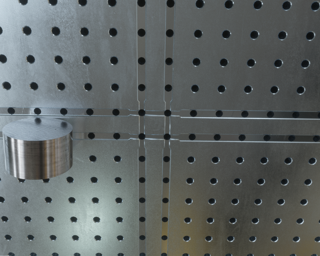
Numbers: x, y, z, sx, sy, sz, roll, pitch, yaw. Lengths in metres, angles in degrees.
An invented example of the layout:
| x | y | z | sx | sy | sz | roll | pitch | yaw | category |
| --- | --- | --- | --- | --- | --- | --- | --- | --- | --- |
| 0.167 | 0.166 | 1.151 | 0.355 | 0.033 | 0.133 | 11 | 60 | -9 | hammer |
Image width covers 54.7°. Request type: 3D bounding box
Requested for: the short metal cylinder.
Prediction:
| x | y | z | sx | sy | sz | roll | pitch | yaw | category |
| --- | --- | --- | --- | --- | --- | --- | --- | --- | --- |
| -0.152 | 0.023 | 0.391 | 0.081 | 0.080 | 0.050 | 5 | 110 | -2 | short metal cylinder |
